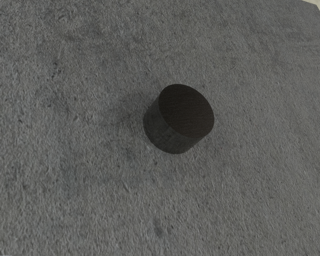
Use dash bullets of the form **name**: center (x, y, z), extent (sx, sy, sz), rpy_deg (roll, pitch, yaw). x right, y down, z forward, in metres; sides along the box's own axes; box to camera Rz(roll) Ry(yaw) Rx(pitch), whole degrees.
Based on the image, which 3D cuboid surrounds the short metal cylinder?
- **short metal cylinder**: center (0.024, -0.011, 0.411), extent (0.081, 0.050, 0.080), rpy_deg (14, 56, -21)
